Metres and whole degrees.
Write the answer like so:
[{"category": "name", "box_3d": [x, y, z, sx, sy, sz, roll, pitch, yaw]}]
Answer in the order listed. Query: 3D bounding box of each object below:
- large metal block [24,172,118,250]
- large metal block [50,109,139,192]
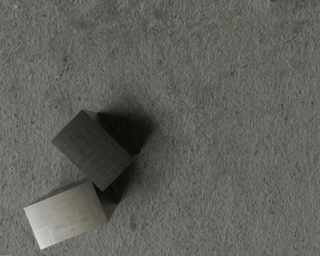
[{"category": "large metal block", "box_3d": [-0.104, 0.096, 0.382, 0.080, 0.080, 0.050, -22, 90, 0]}, {"category": "large metal block", "box_3d": [-0.074, 0.025, 0.382, 0.080, 0.080, 0.050, 44, 90, 0]}]
